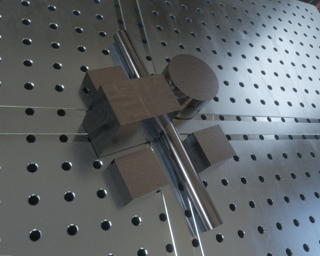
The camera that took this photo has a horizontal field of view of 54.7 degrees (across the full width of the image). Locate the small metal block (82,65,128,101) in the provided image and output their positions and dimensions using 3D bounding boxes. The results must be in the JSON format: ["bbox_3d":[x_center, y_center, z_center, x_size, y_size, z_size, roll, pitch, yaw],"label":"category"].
[{"bbox_3d":[-0.066,-0.051,0.405,0.050,0.025,0.050,-19,72,-36],"label":"small metal block"}]

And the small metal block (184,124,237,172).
[{"bbox_3d":[0.070,0.027,0.431,0.050,0.025,0.050,-16,70,-35],"label":"small metal block"}]

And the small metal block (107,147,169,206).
[{"bbox_3d":[-0.026,0.055,0.362,0.050,0.025,0.050,-17,71,-35],"label":"small metal block"}]

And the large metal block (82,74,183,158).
[{"bbox_3d":[-0.035,-0.014,0.362,0.081,0.080,0.050,-17,71,-35],"label":"large metal block"}]

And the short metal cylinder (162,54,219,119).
[{"bbox_3d":[0.038,-0.060,0.450,0.081,0.050,0.080,14,56,-21],"label":"short metal cylinder"}]

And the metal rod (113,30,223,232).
[{"bbox_3d":[0.003,-0.009,0.416,0.025,0.025,0.299,-13,69,-34],"label":"metal rod"}]
